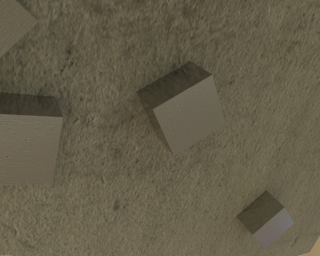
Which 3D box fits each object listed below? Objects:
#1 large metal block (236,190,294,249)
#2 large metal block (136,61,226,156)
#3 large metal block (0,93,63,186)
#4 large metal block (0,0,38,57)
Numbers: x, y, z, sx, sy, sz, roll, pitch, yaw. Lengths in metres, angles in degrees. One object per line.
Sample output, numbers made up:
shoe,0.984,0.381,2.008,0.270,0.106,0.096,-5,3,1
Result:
large metal block,0.214,0.186,0.626,0.080,0.050,0.080,-41,130,-1
large metal block,0.028,-0.024,0.393,0.080,0.050,0.080,-31,129,-9
large metal block,-0.150,0.011,0.316,0.081,0.050,0.079,2,117,-30
large metal block,-0.161,-0.093,0.246,0.080,0.050,0.080,-43,130,1
